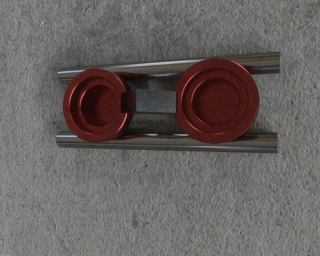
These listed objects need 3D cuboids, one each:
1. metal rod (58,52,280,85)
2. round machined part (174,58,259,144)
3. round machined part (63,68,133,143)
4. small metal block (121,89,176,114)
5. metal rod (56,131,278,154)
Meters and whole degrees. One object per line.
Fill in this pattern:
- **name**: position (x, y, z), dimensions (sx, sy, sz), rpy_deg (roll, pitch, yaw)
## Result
- **metal rod**: position (-0.002, -0.076, 0.410), dimensions (0.301, 0.025, 0.025), rpy_deg (0, 90, 19)
- **round machined part**: position (0.068, -0.031, 0.371), dimensions (0.098, 0.042, 0.097), rpy_deg (0, 90, 20)
- **round machined part**: position (-0.079, -0.030, 0.424), dimensions (0.098, 0.042, 0.097), rpy_deg (0, 90, 20)
- **small metal block**: position (-0.015, -0.030, 0.374), dimensions (0.050, 0.050, 0.025), rpy_deg (-1, 89, 63)
- **metal rod**: position (-0.005, 0.017, 0.411), dimensions (0.301, 0.025, 0.025), rpy_deg (0, 90, 19)
